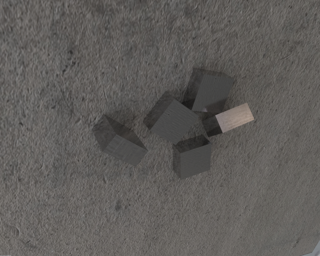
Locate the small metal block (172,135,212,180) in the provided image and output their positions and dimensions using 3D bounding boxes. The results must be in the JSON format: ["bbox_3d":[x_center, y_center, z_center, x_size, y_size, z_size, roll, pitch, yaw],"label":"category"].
[{"bbox_3d":[0.047,0.043,0.459,0.050,0.025,0.050,-16,125,-19],"label":"small metal block"}]

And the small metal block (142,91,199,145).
[{"bbox_3d":[0.014,-0.012,0.407,0.050,0.025,0.050,31,101,-38],"label":"small metal block"}]

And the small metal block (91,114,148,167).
[{"bbox_3d":[-0.049,0.015,0.373,0.050,0.050,0.025,32,101,-38],"label":"small metal block"}]

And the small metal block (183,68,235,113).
[{"bbox_3d":[0.064,-0.049,0.411,0.050,0.025,0.050,3,117,-30],"label":"small metal block"}]

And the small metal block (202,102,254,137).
[{"bbox_3d":[0.093,-0.010,0.432,0.050,0.050,0.025,-22,87,-15],"label":"small metal block"}]
